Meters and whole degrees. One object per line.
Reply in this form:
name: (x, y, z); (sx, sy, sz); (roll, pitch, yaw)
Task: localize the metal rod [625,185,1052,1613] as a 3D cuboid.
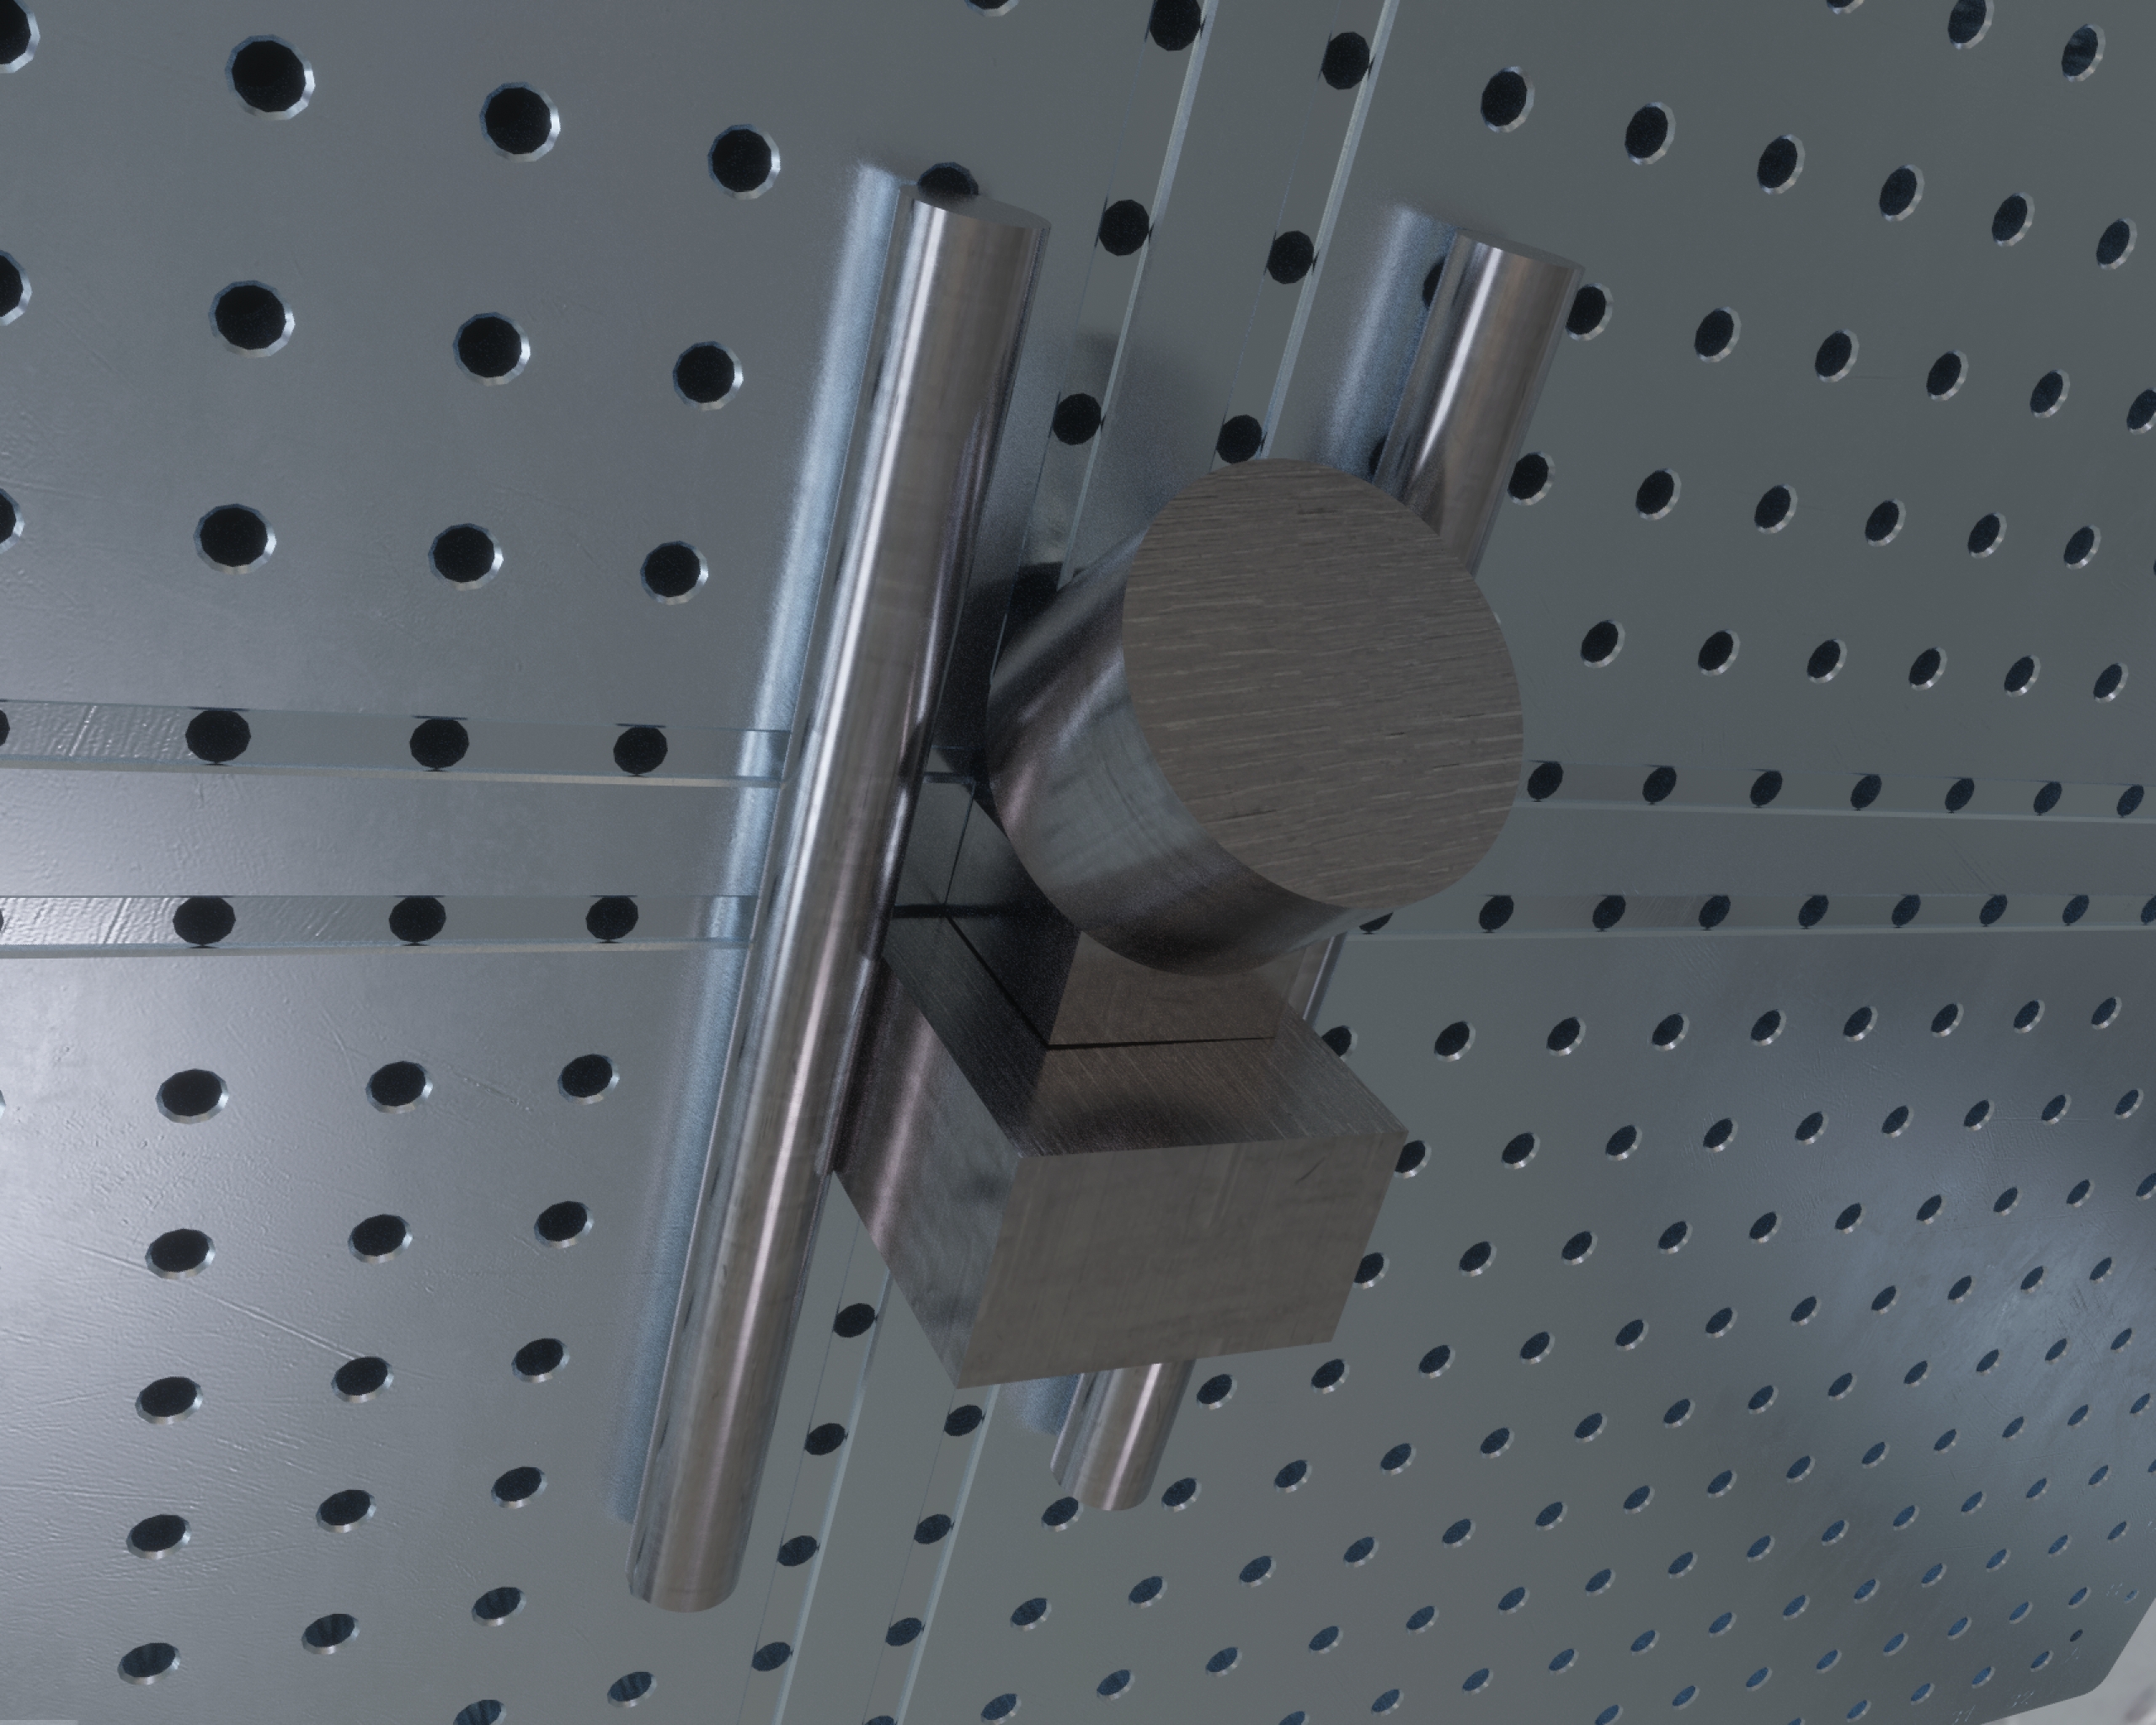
metal rod: (-0.052, 0.025, 0.398); (0.025, 0.025, 0.298); (1, 118, -29)

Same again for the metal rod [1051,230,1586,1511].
metal rod: (0.044, 0.017, 0.446); (0.025, 0.025, 0.298); (2, 118, -29)

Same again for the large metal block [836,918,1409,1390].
large metal block: (0.003, 0.052, 0.406); (0.081, 0.080, 0.050); (1, 118, -29)

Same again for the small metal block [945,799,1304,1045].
small metal block: (0.009, 0.011, 0.406); (0.050, 0.050, 0.025); (1, 118, -30)

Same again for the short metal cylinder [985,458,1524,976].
short metal cylinder: (0.031, -0.024, 0.369); (0.081, 0.050, 0.080); (9, 70, -27)
